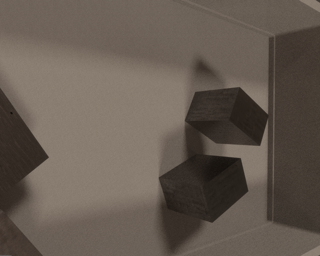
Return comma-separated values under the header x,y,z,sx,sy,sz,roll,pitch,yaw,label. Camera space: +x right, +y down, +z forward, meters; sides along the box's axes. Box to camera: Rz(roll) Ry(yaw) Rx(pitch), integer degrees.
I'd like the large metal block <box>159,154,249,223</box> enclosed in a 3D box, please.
x,y,z,sx,sy,sz,roll,pitch,yaw,label
0.060,0.077,0.423,0.081,0.080,0.050,-26,107,-37,large metal block

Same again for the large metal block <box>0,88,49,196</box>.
x,y,z,sx,sy,sz,roll,pitch,yaw,label
-0.156,0.017,0.252,0.080,0.050,0.080,-47,119,-42,large metal block

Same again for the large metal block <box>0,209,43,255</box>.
x,y,z,sx,sy,sz,roll,pitch,yaw,label
-0.138,0.107,0.257,0.050,0.080,0.080,-43,116,-32,large metal block

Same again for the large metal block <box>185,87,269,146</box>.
x,y,z,sx,sy,sz,roll,pitch,yaw,label
0.098,-0.015,0.456,0.080,0.080,0.050,33,69,-36,large metal block

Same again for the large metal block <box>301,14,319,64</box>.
x,y,z,sx,sy,sz,roll,pitch,yaw,label
0.375,-0.207,0.712,0.080,0.050,0.080,48,61,-30,large metal block
